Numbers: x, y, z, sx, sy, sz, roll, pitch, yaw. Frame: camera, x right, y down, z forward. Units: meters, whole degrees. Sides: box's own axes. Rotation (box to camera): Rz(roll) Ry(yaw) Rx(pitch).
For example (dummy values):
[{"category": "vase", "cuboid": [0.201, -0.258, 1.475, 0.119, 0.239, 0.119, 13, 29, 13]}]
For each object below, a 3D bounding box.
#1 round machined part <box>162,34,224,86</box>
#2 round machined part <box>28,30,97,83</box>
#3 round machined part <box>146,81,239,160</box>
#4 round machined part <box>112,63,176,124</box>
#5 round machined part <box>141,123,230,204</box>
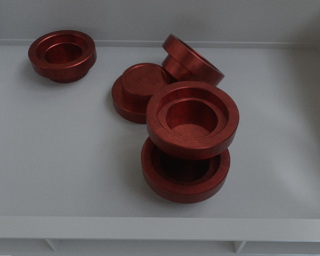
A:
[{"category": "round machined part", "cuboid": [0.042, -0.089, 0.447, 0.098, 0.042, 0.098, 34, 18, -12]}, {"category": "round machined part", "cuboid": [-0.148, -0.107, 0.482, 0.099, 0.042, 0.098, 0, 50, 0]}, {"category": "round machined part", "cuboid": [0.034, -0.004, 0.344, 0.099, 0.042, 0.098, 0, 50, 0]}, {"category": "round machined part", "cuboid": [-0.019, -0.056, 0.441, 0.099, 0.042, 0.098, 0, 50, 0]}, {"category": "round machined part", "cuboid": [0.028, 0.043, 0.358, 0.099, 0.042, 0.098, 0, 50, 0]}]
